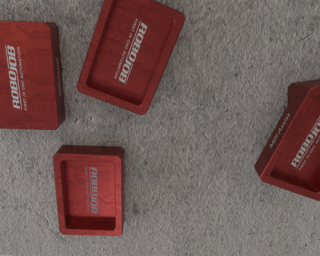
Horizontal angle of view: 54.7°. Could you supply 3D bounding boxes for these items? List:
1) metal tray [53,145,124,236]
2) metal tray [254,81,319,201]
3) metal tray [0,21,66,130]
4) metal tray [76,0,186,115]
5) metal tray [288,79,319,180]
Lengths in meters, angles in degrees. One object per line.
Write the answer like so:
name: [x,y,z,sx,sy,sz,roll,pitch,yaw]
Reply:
metal tray: [-0.097,0.090,0.439,0.091,0.030,0.129,2,110,-1]
metal tray: [0.188,0.019,0.382,0.090,0.030,0.129,20,109,-7]
metal tray: [-0.170,-0.064,0.382,0.091,0.030,0.129,2,110,-1]
metal tray: [-0.036,-0.091,0.373,0.090,0.030,0.129,21,109,-8]
metal tray: [0.220,0.001,0.409,0.091,0.030,0.129,-8,110,2]
